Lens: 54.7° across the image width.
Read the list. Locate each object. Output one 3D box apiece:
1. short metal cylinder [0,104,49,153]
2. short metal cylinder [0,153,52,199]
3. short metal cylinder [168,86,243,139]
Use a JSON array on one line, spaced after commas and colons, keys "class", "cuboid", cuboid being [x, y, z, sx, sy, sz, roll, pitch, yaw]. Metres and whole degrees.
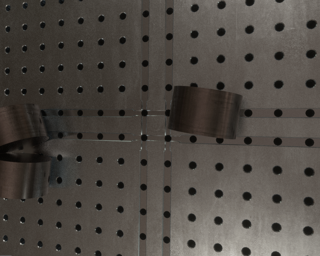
[{"class": "short metal cylinder", "cuboid": [-0.212, 0.002, 0.456, 0.080, 0.080, 0.050, -21, 83, 18]}, {"class": "short metal cylinder", "cuboid": [-0.203, 0.068, 0.453, 0.080, 0.080, 0.050, 8, 93, 19]}, {"class": "short metal cylinder", "cuboid": [0.052, -0.018, 0.364, 0.080, 0.080, 0.050, 10, 94, 19]}]
